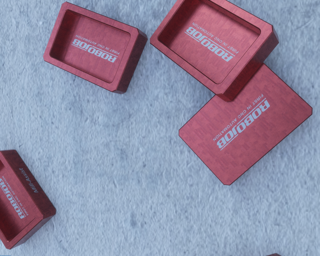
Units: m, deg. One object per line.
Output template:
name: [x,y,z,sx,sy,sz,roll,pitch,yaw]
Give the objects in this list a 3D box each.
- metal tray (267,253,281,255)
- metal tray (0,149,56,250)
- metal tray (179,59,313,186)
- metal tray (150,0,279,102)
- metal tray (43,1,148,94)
metal tray: [0.124,0.225,0.362,0.090,0.030,0.129,-24,82,18]
metal tray: [-0.234,0.110,0.486,0.090,0.030,0.130,-43,77,14]
metal tray: [0.099,-0.006,0.371,0.130,0.030,0.090,-45,77,14]
metal tray: [0.058,-0.104,0.366,0.130,0.030,0.090,45,104,31]
metal tray: [-0.093,-0.113,0.437,0.130,0.030,0.089,26,98,17]
